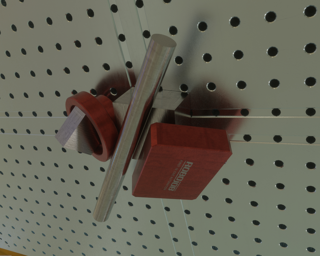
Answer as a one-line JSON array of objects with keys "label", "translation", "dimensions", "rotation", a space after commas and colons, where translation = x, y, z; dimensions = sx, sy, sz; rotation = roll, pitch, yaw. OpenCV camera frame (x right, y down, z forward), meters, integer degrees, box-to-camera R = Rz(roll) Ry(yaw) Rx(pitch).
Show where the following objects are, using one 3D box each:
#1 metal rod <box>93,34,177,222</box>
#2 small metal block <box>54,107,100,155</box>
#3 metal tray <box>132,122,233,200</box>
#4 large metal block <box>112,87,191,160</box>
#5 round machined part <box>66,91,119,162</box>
[{"label": "metal rod", "translation": [-0.043, 0.025, 0.383], "dimensions": [0.025, 0.025, 0.298], "rotation": [30, 128, 8]}, {"label": "small metal block", "translation": [-0.102, 0.004, 0.413], "dimensions": [0.025, 0.050, 0.050], "rotation": [38, 95, 35]}, {"label": "metal tray", "translation": [0.020, 0.047, 0.382], "dimensions": [0.091, 0.030, 0.129], "rotation": [6, 143, -13]}, {"label": "large metal block", "translation": [-0.007, -0.003, 0.395], "dimensions": [0.080, 0.050, 0.079], "rotation": [9, 122, 23]}, {"label": "round machined part", "translation": [-0.083, -0.006, 0.421], "dimensions": [0.098, 0.042, 0.097], "rotation": [37, 145, 32]}]
